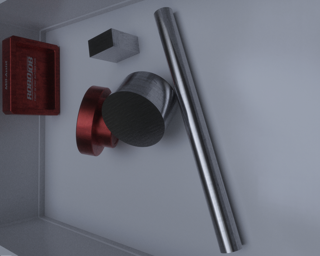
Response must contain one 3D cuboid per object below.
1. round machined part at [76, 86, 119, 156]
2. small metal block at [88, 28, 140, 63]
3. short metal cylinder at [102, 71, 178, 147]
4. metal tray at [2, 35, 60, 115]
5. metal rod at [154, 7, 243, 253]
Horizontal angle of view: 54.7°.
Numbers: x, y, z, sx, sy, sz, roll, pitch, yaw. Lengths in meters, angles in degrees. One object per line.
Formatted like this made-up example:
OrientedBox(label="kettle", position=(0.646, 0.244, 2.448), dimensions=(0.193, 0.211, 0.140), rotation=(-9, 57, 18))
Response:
OrientedBox(label="round machined part", position=(-0.079, -0.008, 0.435), dimensions=(0.042, 0.098, 0.097), rotation=(9, 97, 4))
OrientedBox(label="small metal block", position=(-0.066, -0.116, 0.442), dimensions=(0.050, 0.050, 0.025), rotation=(-12, 83, 39))
OrientedBox(label="short metal cylinder", position=(-0.024, -0.023, 0.383), dimensions=(0.080, 0.050, 0.079), rotation=(12, 130, 15))
OrientedBox(label="metal tray", position=(-0.225, -0.087, 0.546), dimensions=(0.030, 0.091, 0.129), rotation=(-1, 90, 40))
OrientedBox(label="metal rod", position=(0.041, -0.008, 0.371), dimensions=(0.025, 0.025, 0.299), rotation=(-24, 75, 37))
